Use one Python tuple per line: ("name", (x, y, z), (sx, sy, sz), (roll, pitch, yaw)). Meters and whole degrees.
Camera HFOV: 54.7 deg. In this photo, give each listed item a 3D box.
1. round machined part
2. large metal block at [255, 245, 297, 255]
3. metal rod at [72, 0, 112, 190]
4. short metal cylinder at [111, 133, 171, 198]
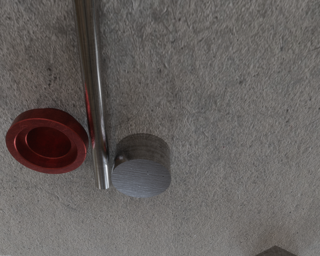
("round machined part", (-0.143, 0.013, 0.405), (0.099, 0.042, 0.097), (0, 130, 0))
("large metal block", (0.242, 0.297, 0.646), (0.080, 0.050, 0.080), (31, 124, -24))
("metal rod", (-0.079, -0.028, 0.382), (0.025, 0.025, 0.298), (2, 130, -2))
("short metal cylinder", (-0.025, 0.053, 0.436), (0.081, 0.050, 0.079), (0, 130, 0))
